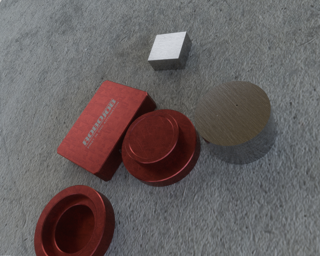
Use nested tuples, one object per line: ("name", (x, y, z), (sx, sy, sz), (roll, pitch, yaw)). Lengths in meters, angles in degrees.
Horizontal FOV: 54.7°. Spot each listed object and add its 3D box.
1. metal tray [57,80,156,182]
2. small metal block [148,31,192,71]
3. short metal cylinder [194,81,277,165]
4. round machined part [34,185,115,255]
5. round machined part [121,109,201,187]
("metal tray", (-0.075, 0.000, 0.439), (0.090, 0.030, 0.130), (21, 72, 35))
("small metal block", (0.015, -0.115, 0.465), (0.050, 0.025, 0.050), (3, 63, 29))
("short metal cylinder", (0.085, -0.006, 0.346), (0.080, 0.050, 0.080), (-13, 56, 20))
("round machined part", (-0.095, 0.121, 0.367), (0.098, 0.042, 0.098), (-13, 56, 20))
("round machined part", (-0.003, 0.018, 0.378), (0.098, 0.042, 0.098), (-10, 59, 18))
